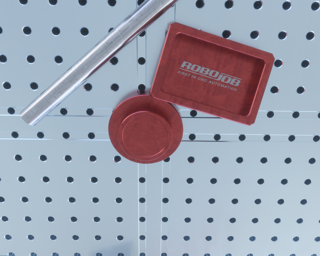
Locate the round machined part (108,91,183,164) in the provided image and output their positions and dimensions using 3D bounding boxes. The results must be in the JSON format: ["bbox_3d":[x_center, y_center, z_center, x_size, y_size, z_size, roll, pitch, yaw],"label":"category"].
[{"bbox_3d":[-0.019,0.004,0.406,0.099,0.042,0.097,0,110,-1],"label":"round machined part"}]

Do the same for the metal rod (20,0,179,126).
[{"bbox_3d":[-0.056,-0.102,0.374,0.300,0.025,0.025,-38,106,12],"label":"metal rod"}]

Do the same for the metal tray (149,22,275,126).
[{"bbox_3d":[0.061,-0.063,0.376,0.131,0.030,0.089,16,94,-7],"label":"metal tray"}]
